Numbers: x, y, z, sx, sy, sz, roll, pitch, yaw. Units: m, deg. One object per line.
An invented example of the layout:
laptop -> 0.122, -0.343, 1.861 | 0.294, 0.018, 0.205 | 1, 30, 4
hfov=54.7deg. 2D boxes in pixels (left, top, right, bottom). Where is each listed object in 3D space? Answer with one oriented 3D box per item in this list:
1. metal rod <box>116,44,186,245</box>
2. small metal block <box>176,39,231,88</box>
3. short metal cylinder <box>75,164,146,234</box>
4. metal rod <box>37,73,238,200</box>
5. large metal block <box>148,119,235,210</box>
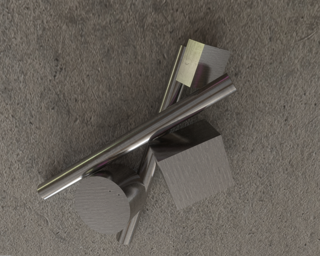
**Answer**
metal rod -> -0.010, 0.035, 0.423 | 0.025, 0.025, 0.298 | 16, 109, -6
small metal block -> 0.052, -0.075, 0.371 | 0.050, 0.025, 0.050 | -1, 116, -43
short metal cylinder -> -0.066, 0.094, 0.418 | 0.080, 0.050, 0.079 | 5, 104, 19
metal rod -> -0.041, 0.019, 0.399 | 0.300, 0.025, 0.025 | -30, 108, 17
large metal block -> 0.041, 0.046, 0.399 | 0.080, 0.050, 0.080 | -23, 118, -5
